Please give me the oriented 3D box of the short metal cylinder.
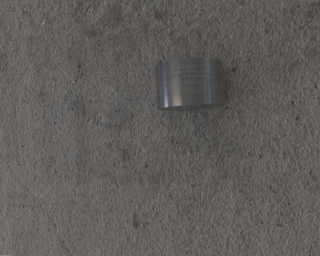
[{"bbox_3d":[0.036,-0.049,0.367,0.080,0.080,0.050,-4,89,20],"label":"short metal cylinder"}]
